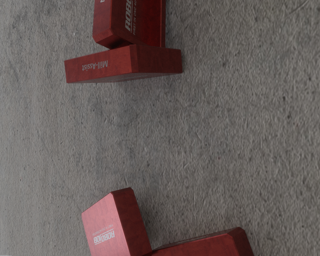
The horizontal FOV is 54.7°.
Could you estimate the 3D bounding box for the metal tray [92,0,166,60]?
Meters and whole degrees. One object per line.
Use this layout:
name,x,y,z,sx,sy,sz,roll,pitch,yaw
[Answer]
metal tray,-0.033,-0.152,0.375,0.030,0.091,0.129,-10,74,39

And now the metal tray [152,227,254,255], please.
metal tray,0.051,0.175,0.360,0.130,0.030,0.090,-29,72,36

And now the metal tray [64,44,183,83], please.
metal tray,-0.048,-0.079,0.400,0.130,0.091,0.030,0,97,40

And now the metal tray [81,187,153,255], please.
metal tray,-0.066,0.146,0.434,0.129,0.030,0.090,-41,63,49
